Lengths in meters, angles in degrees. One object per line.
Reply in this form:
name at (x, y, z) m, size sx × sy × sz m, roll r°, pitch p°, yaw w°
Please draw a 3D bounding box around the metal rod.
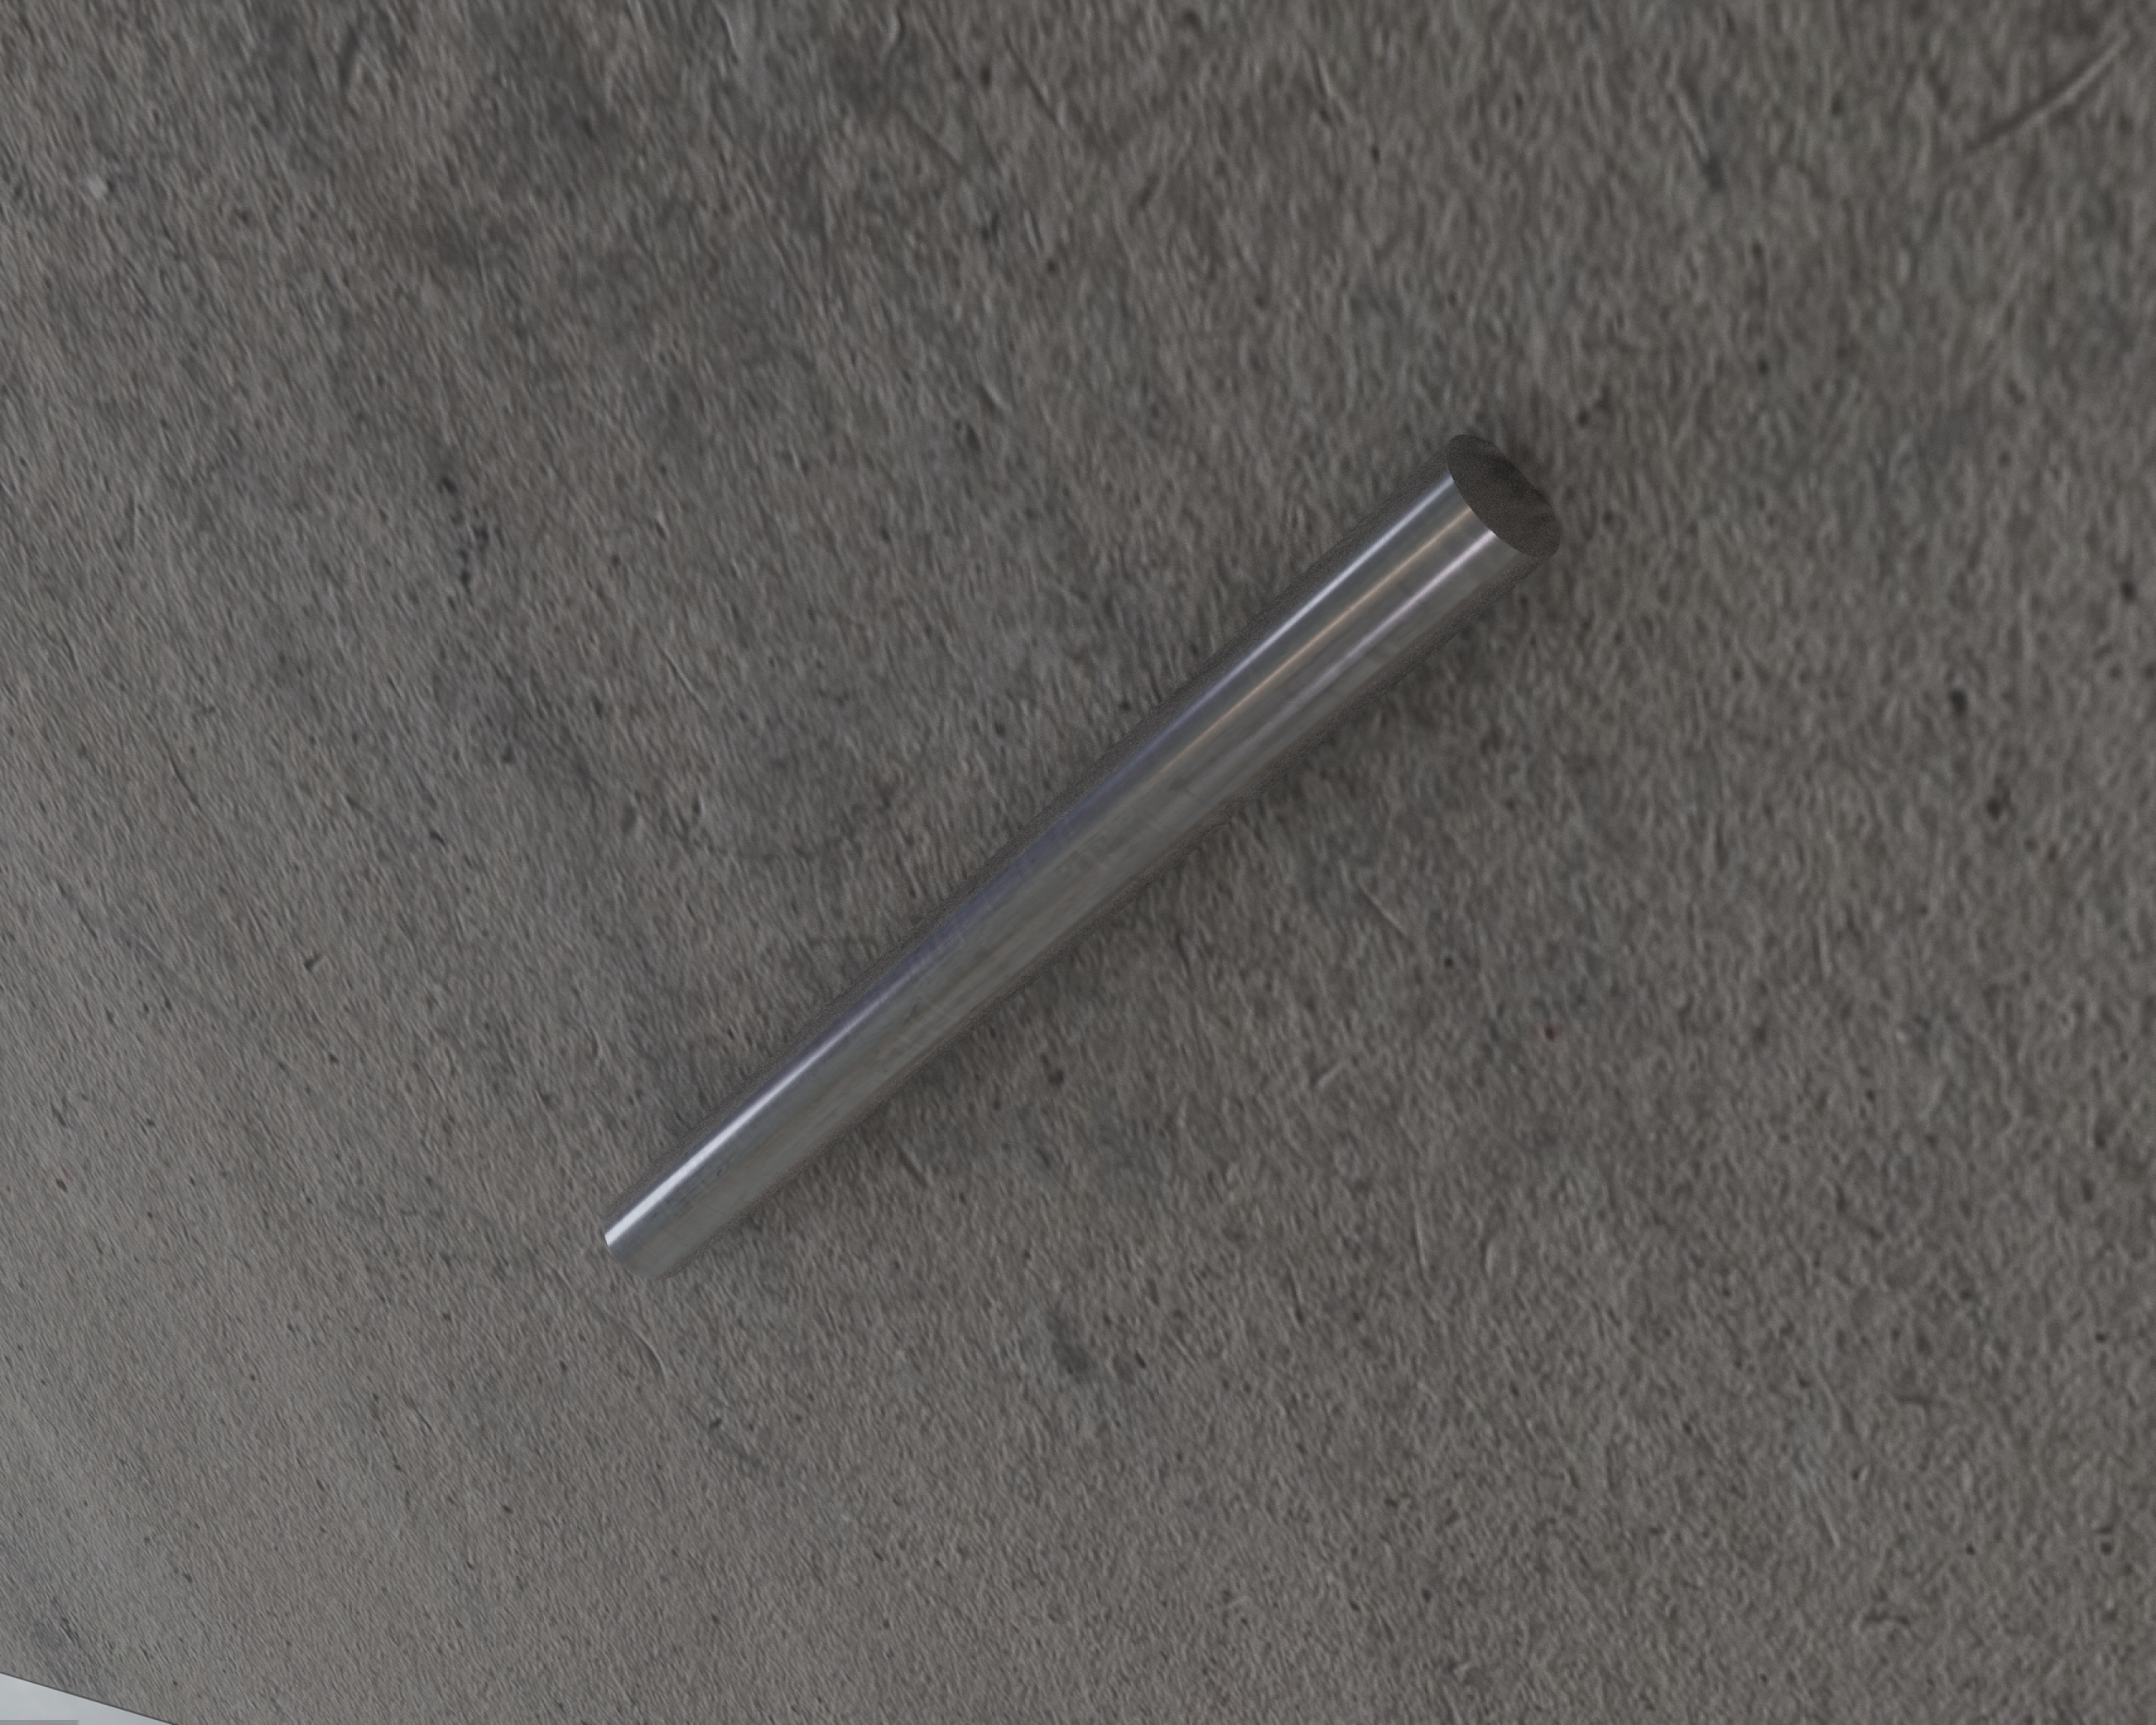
metal rod at (-0.019, 0.017, 0.430) m, size 0.025 × 0.025 × 0.299 m, roll 46°, pitch 129°, yaw -4°
